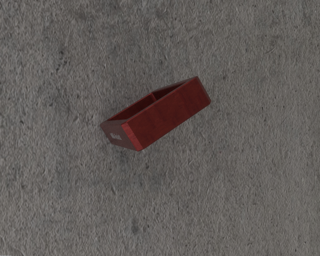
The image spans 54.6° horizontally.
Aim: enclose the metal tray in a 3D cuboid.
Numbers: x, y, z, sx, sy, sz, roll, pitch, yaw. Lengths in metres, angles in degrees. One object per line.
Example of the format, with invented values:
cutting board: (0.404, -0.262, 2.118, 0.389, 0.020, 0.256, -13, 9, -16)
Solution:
metal tray: (-0.012, -0.015, 0.348, 0.090, 0.130, 0.030, -34, 101, -17)
